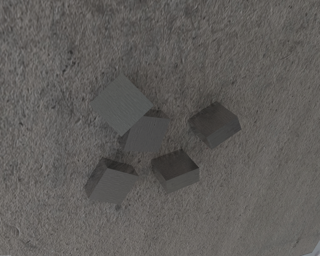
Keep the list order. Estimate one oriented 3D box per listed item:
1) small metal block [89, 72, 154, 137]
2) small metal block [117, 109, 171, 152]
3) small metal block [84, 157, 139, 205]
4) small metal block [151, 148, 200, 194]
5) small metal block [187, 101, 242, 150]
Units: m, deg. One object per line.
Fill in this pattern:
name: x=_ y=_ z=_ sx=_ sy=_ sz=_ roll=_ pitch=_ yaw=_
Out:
small metal block: x=-0.042 y=-0.026 z=0.351 sx=0.050 sy=0.025 sz=0.050 roll=-44 pitch=93 yaw=2
small metal block: x=-0.021 y=0.003 z=0.397 sx=0.050 sy=0.025 sz=0.050 roll=5 pitch=116 yaw=-31
small metal block: x=-0.065 y=0.072 z=0.416 sx=0.050 sy=0.025 sz=0.050 roll=22 pitch=106 yaw=-37
small metal block: x=0.021 y=0.060 z=0.439 sx=0.050 sy=0.050 sz=0.025 roll=-18 pitch=126 yaw=-18
small metal block: x=0.075 y=-0.005 z=0.428 sx=0.050 sy=0.050 sz=0.025 roll=-34 pitch=129 yaw=-6
